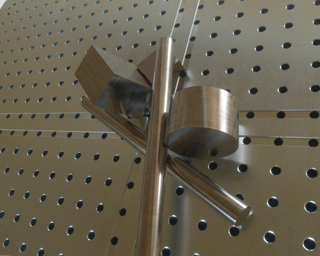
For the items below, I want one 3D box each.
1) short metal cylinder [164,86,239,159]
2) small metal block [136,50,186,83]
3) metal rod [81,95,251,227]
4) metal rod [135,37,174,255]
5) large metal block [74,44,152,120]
[{"bbox_3d":[0.048,-0.004,0.350,0.080,0.080,0.050,-6,59,25],"label":"short metal cylinder"},{"bbox_3d":[0.001,-0.089,0.462,0.050,0.025,0.050,-40,51,0],"label":"small metal block"},{"bbox_3d":[-0.016,0.023,0.402,0.300,0.025,0.025,33,81,38],"label":"metal rod"},{"bbox_3d":[-0.002,0.007,0.371,0.025,0.025,0.299,-10,57,23],"label":"metal rod"},{"bbox_3d":[-0.061,-0.063,0.436,0.050,0.080,0.080,-54,49,18],"label":"large metal block"}]
